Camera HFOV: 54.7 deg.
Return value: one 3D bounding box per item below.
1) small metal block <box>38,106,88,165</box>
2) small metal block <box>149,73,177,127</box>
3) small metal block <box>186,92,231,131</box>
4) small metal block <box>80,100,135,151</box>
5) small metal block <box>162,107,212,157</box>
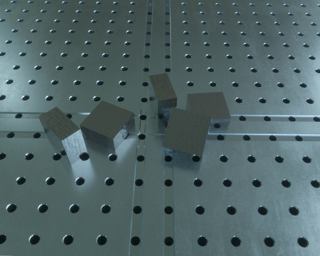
[{"bbox_3d":[-0.118,0.010,0.382,0.025,0.050,0.050,-37,59,-27],"label":"small metal block"},{"bbox_3d":[0.003,-0.039,0.424,0.025,0.050,0.050,-11,51,-10],"label":"small metal block"},{"bbox_3d":[0.065,-0.022,0.427,0.050,0.025,0.050,-4,50,-4],"label":"small metal block"},{"bbox_3d":[-0.068,-0.004,0.410,0.050,0.025,0.050,22,53,17],"label":"small metal block"},{"bbox_3d":[0.035,0.005,0.388,0.050,0.025,0.050,14,88,11],"label":"small metal block"}]
